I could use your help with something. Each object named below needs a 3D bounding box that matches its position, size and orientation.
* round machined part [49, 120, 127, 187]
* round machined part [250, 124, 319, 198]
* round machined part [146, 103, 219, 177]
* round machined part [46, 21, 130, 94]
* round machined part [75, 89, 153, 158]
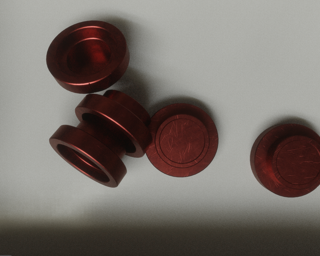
[{"bbox_3d":[-0.081,0.028,0.379,0.098,0.098,0.042,34,64,-1],"label":"round machined part"},{"bbox_3d":[0.173,0.043,0.405,0.099,0.042,0.097,0,90,-1],"label":"round machined part"},{"bbox_3d":[0.027,0.016,0.403,0.099,0.042,0.097,0,90,-1],"label":"round machined part"},{"bbox_3d":[-0.086,-0.084,0.389,0.099,0.042,0.098,-3,64,5],"label":"round machined part"},{"bbox_3d":[-0.050,-0.009,0.378,0.098,0.098,0.042,33,67,-1],"label":"round machined part"}]
